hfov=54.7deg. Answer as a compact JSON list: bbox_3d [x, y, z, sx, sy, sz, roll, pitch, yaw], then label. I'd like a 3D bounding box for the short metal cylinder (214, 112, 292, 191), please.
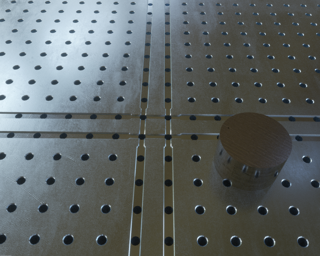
[{"bbox_3d":[0.108,0.027,0.370,0.081,0.050,0.080,0,50,0],"label":"short metal cylinder"}]
